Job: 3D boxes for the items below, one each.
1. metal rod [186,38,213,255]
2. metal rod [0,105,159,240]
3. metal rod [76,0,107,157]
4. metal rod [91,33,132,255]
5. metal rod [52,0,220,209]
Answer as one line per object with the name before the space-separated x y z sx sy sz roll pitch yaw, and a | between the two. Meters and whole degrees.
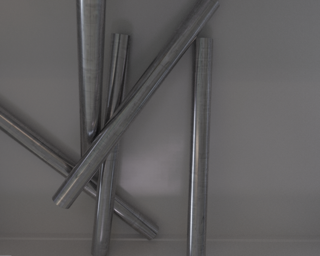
metal rod | 0.049 0.041 0.390 0.025 0.025 0.298 1 97 -1
metal rod | -0.120 0.063 0.433 0.300 0.025 0.025 41 105 -14
metal rod | -0.071 -0.052 0.319 0.025 0.025 0.298 10 138 -4
metal rod | -0.065 0.032 0.404 0.025 0.025 0.298 7 103 -3
metal rod | -0.031 -0.029 0.368 0.025 0.025 0.299 36 94 -12
